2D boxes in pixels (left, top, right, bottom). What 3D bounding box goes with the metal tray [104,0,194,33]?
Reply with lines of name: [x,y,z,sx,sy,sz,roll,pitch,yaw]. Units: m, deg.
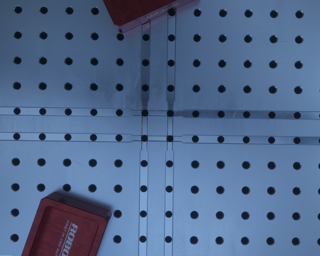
metal tray: [-0.016,-0.196,0.411,0.130,0.030,0.090,-25,90,0]

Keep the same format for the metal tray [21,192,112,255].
metal tray: [-0.129,0.162,0.410,0.090,0.030,0.129,19,90,0]
